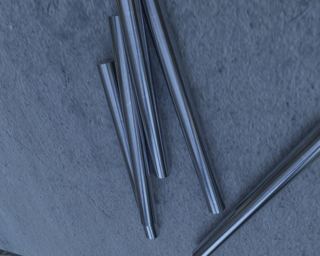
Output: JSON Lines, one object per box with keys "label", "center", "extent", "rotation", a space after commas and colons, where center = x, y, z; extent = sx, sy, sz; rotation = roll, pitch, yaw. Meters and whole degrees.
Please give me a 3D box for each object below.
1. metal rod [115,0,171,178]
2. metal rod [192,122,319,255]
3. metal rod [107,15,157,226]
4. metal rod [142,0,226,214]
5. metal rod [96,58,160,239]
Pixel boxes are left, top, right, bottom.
{"label": "metal rod", "center": [-0.019, -0.059, 0.361], "extent": [0.025, 0.025, 0.298], "rotation": [7, 127, 24]}
{"label": "metal rod", "center": [0.119, 0.102, 0.406], "extent": [0.025, 0.025, 0.298], "rotation": [33, 129, 6]}
{"label": "metal rod", "center": [-0.032, 0.007, 0.412], "extent": [0.025, 0.025, 0.298], "rotation": [6, 117, 25]}
{"label": "metal rod", "center": [0.032, -0.019, 0.376], "extent": [0.025, 0.025, 0.298], "rotation": [-6, 116, 30]}
{"label": "metal rod", "center": [-0.040, 0.047, 0.455], "extent": [0.025, 0.025, 0.298], "rotation": [2, 120, 27]}
